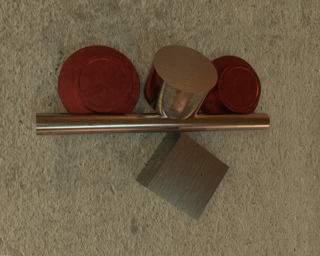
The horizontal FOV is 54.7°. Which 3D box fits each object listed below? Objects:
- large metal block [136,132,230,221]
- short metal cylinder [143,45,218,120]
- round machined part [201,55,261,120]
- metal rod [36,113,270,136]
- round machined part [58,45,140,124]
[{"bbox_3d":[0.029,0.060,0.406,0.080,0.050,0.080,37,78,-17],"label":"large metal block"},{"bbox_3d":[0.024,-0.057,0.386,0.081,0.050,0.080,10,52,-13],"label":"short metal cylinder"},{"bbox_3d":[0.102,-0.054,0.439,0.099,0.042,0.097,0,90,-20],"label":"round machined part"},{"bbox_3d":[0.007,-0.007,0.390,0.303,0.025,0.025,-1,91,-20],"label":"metal rod"},{"bbox_3d":[-0.071,-0.051,0.374,0.099,0.042,0.097,0,90,-20],"label":"round machined part"}]
